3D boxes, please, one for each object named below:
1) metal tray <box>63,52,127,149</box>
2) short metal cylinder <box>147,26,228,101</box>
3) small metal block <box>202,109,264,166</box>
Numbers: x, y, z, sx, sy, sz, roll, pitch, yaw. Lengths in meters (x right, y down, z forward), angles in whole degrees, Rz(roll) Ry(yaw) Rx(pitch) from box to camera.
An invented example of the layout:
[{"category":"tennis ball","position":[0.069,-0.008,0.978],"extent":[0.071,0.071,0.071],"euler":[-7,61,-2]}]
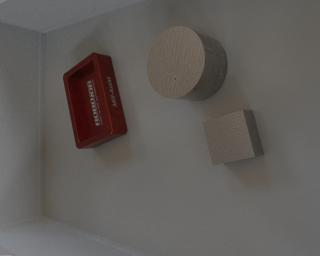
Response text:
[{"category":"metal tray","position":[-0.105,-0.040,0.487],"extent":[0.090,0.030,0.129],"euler":[-23,76,37]},{"category":"short metal cylinder","position":[0.031,-0.073,0.363],"extent":[0.080,0.050,0.079],"euler":[0,90,39]},{"category":"small metal block","position":[0.080,0.011,0.340],"extent":[0.050,0.025,0.050],"euler":[-19,78,38]}]
